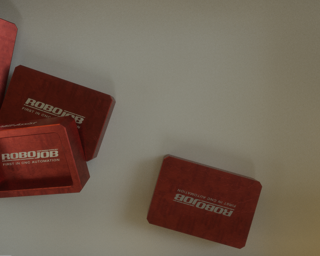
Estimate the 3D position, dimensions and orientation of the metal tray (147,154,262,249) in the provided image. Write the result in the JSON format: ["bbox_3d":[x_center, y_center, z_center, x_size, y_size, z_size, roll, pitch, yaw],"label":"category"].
[{"bbox_3d":[0.057,0.095,0.409,0.131,0.030,0.090,16,90,0],"label":"metal tray"}]

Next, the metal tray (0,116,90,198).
[{"bbox_3d":[-0.162,0.038,0.382,0.131,0.030,0.089,-6,110,9],"label":"metal tray"}]

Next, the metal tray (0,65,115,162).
[{"bbox_3d":[-0.135,-0.019,0.408,0.131,0.030,0.090,19,90,0],"label":"metal tray"}]

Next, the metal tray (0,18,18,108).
[{"bbox_3d":[-0.236,-0.078,0.377,0.030,0.091,0.129,11,90,38],"label":"metal tray"}]
